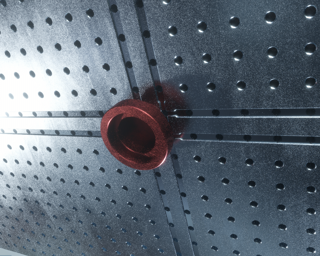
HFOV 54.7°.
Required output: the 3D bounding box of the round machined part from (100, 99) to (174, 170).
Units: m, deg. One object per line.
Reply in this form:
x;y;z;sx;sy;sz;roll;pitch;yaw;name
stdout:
-0.027;0.005;0.416;0.098;0.042;0.097;13;124;20;round machined part
